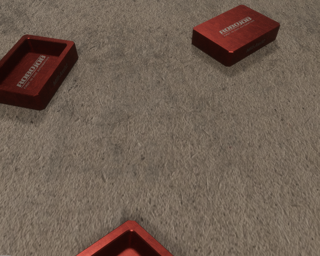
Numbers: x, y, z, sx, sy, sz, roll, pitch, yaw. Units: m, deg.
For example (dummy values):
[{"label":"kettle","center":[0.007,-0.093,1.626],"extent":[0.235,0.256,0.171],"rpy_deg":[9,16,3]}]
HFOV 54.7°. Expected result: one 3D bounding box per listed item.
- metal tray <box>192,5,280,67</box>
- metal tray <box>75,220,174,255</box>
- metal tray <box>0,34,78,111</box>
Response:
[{"label":"metal tray","center":[0.132,-0.165,0.540],"extent":[0.131,0.030,0.090],"rpy_deg":[-32,57,-25]},{"label":"metal tray","center":[-0.014,0.145,0.252],"extent":[0.130,0.030,0.091],"rpy_deg":[33,39,31]},{"label":"metal tray","center":[-0.193,-0.089,0.471],"extent":[0.090,0.030,0.130],"rpy_deg":[11,51,8]}]
